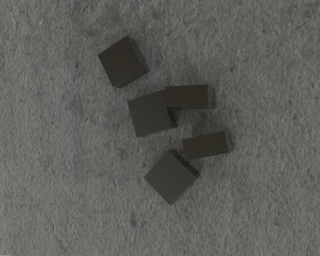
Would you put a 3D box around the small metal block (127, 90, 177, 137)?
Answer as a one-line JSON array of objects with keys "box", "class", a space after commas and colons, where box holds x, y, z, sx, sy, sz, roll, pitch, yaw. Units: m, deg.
[{"box": [-0.010, -0.018, 0.412, 0.050, 0.025, 0.050, -16, 85, 19], "class": "small metal block"}]

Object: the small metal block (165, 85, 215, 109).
[{"box": [0.039, -0.037, 0.382, 0.050, 0.050, 0.025, 0, 90, 19], "class": "small metal block"}]

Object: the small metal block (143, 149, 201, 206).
[{"box": [0.016, 0.063, 0.403, 0.050, 0.025, 0.050, 44, 103, 14], "class": "small metal block"}]

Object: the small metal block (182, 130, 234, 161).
[{"box": [0.059, 0.020, 0.374, 0.050, 0.050, 0.025, -13, 86, 19], "class": "small metal block"}]

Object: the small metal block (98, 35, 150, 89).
[{"box": [-0.050, -0.089, 0.425, 0.050, 0.025, 0.050, -29, 81, 17], "class": "small metal block"}]
